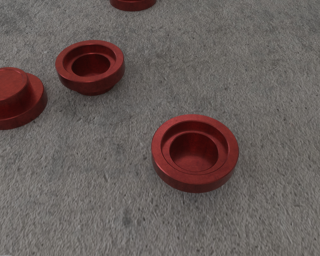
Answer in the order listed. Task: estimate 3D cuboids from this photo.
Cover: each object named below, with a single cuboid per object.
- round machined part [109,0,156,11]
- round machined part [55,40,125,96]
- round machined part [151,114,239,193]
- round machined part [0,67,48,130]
[{"bbox_3d":[-0.056,-0.281,0.628,0.099,0.042,0.098,0,50,0],"label":"round machined part"},{"bbox_3d":[-0.101,-0.086,0.464,0.099,0.042,0.098,0,50,0],"label":"round machined part"},{"bbox_3d":[0.039,0.033,0.364,0.099,0.042,0.098,0,50,0],"label":"round machined part"},{"bbox_3d":[-0.212,-0.048,0.431,0.099,0.042,0.098,0,50,0],"label":"round machined part"}]
